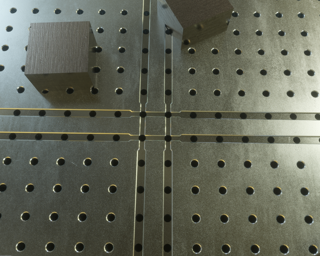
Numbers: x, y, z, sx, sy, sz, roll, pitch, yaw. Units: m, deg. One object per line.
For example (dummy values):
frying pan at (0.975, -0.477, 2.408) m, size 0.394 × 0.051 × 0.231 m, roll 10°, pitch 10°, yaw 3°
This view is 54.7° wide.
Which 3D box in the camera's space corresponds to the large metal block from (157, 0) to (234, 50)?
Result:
large metal block at (0.050, -0.177, 0.464) m, size 0.080 × 0.050 × 0.080 m, roll -25°, pitch 72°, yaw -9°

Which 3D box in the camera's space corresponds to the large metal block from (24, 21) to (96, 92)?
large metal block at (-0.135, -0.099, 0.433) m, size 0.081 × 0.050 × 0.080 m, roll -2°, pitch 70°, yaw -1°
